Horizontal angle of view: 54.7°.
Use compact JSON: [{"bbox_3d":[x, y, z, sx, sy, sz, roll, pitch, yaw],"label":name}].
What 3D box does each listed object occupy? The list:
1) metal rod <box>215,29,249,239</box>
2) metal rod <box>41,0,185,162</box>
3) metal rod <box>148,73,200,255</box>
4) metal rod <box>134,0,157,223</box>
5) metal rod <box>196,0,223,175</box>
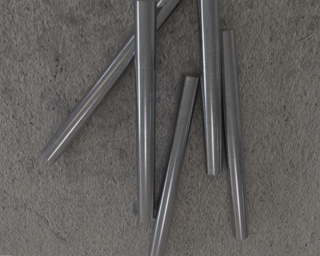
[{"bbox_3d":[0.099,0.022,0.418,0.025,0.025,0.298,-8,110,3],"label":"metal rod"},{"bbox_3d":[-0.055,-0.071,0.383,0.025,0.025,0.299,38,106,-13],"label":"metal rod"},{"bbox_3d":[0.015,0.072,0.436,0.025,0.025,0.298,8,110,-3],"label":"metal rod"},{"bbox_3d":[-0.018,-0.001,0.393,0.025,0.025,0.298,1,116,-1],"label":"metal rod"},{"bbox_3d":[0.060,-0.075,0.368,0.025,0.025,0.298,-6,116,2],"label":"metal rod"}]
